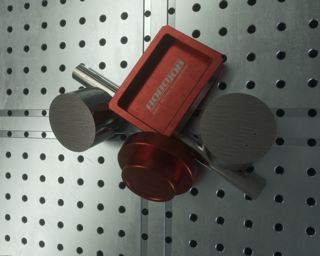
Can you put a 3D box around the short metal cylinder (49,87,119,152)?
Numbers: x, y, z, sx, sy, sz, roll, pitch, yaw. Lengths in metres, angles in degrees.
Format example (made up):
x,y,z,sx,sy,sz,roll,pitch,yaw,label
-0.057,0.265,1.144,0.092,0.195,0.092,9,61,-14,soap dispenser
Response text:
x,y,z,sx,sy,sz,roll,pitch,yaw,label
-0.103,-0.013,0.423,0.080,0.050,0.079,10,111,27,short metal cylinder

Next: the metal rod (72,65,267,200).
x,y,z,sx,sy,sz,roll,pitch,yaw,label
0.000,-0.003,0.413,0.300,0.025,0.025,33,101,17,metal rod

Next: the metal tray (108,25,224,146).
x,y,z,sx,sy,sz,roll,pitch,yaw,label
0.008,-0.054,0.391,0.090,0.030,0.130,34,87,17,metal tray

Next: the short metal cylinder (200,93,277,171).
x,y,z,sx,sy,sz,roll,pitch,yaw,label
0.087,0.006,0.356,0.080,0.050,0.080,-2,73,8,short metal cylinder

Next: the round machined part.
x,y,z,sx,sy,sz,roll,pitch,yaw,label
-0.008,0.054,0.377,0.098,0.042,0.097,14,138,14,round machined part
